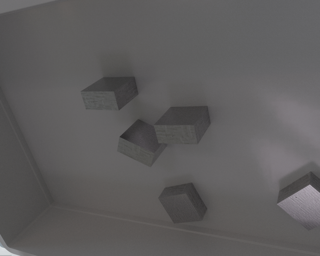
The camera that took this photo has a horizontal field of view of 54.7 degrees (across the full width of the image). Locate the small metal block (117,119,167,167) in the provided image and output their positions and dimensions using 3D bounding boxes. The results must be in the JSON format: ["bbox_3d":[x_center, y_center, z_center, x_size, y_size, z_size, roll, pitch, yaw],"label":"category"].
[{"bbox_3d":[-0.021,0.019,0.416,0.050,0.050,0.025,24,127,13],"label":"small metal block"}]

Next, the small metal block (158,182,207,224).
[{"bbox_3d":[0.034,0.112,0.460,0.050,0.025,0.050,-19,109,35],"label":"small metal block"}]

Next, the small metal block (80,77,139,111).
[{"bbox_3d":[-0.064,-0.045,0.398,0.050,0.050,0.025,3,120,26],"label":"small metal block"}]

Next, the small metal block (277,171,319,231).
[{"bbox_3d":[0.178,0.088,0.369,0.050,0.025,0.050,40,129,0],"label":"small metal block"}]

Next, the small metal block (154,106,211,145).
[{"bbox_3d":[0.028,-0.004,0.375,0.050,0.050,0.025,0,119,28],"label":"small metal block"}]
